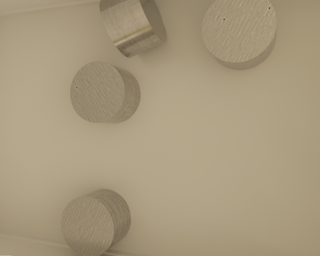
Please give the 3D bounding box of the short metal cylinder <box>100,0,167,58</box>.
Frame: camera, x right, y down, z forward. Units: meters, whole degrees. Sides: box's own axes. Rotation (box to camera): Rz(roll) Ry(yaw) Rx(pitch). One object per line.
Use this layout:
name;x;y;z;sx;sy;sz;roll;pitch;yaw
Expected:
short metal cylinder;-0.032;-0.136;0.392;0.050;0.080;0.080;-20;84;19

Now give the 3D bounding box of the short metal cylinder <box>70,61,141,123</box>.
short metal cylinder;-0.074;-0.046;0.423;0.080;0.050;0.080;0;90;20

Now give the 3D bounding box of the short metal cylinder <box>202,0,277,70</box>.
short metal cylinder;0.094;-0.112;0.364;0.080;0.050;0.080;0;90;20

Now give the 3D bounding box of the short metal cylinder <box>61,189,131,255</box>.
short metal cylinder;-0.087;0.129;0.428;0.080;0.050;0.080;0;90;20
